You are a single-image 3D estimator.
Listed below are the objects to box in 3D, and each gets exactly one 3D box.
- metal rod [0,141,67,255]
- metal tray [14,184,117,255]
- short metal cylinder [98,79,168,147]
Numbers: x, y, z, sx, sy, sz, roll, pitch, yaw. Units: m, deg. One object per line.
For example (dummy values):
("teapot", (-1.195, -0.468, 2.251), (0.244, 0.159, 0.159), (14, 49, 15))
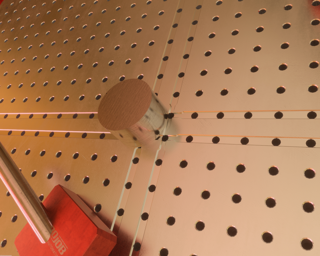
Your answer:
("metal rod", (-0.157, 0.102, 0.385), (0.025, 0.025, 0.300), (-45, 64, -3))
("metal tray", (-0.115, 0.132, 0.362), (0.130, 0.030, 0.090), (21, 72, 51))
("short metal cylinder", (-0.037, -0.020, 0.422), (0.080, 0.050, 0.080), (-13, 56, 20))
